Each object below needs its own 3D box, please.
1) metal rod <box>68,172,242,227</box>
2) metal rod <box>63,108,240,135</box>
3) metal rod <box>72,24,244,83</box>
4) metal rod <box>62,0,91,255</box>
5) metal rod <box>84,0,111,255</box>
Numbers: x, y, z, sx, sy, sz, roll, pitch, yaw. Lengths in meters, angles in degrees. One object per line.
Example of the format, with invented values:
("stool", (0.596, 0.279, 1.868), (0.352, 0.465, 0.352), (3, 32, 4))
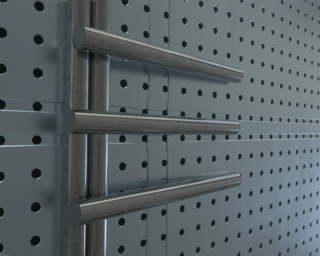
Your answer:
("metal rod", (0.022, 0.085, 0.411), (0.302, 0.025, 0.025), (1, 90, -46))
("metal rod", (0.018, -0.004, 0.406), (0.302, 0.025, 0.025), (2, 89, -46))
("metal rod", (0.025, -0.089, 0.413), (0.302, 0.025, 0.025), (1, 90, -46))
("metal rod", (-0.090, 0.009, 0.334), (0.025, 0.025, 0.298), (1, 89, -40))
("metal rod", (-0.071, 0.001, 0.351), (0.025, 0.025, 0.298), (1, 89, -40))
